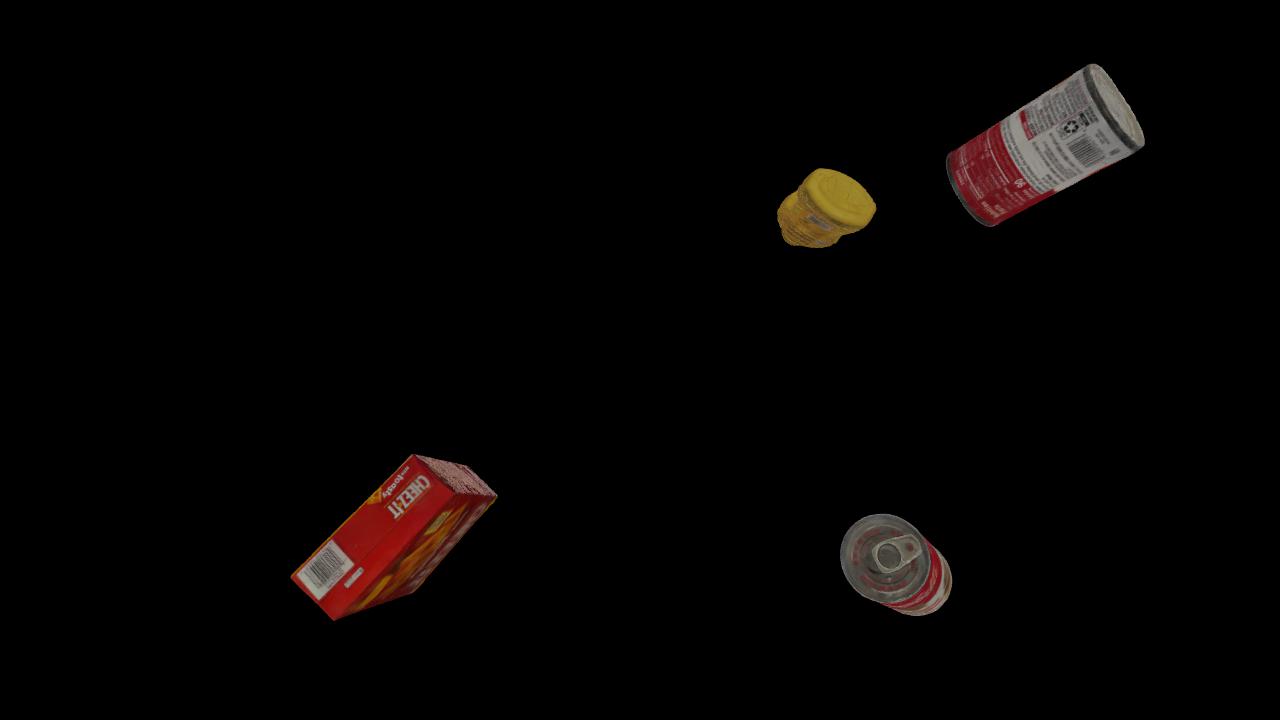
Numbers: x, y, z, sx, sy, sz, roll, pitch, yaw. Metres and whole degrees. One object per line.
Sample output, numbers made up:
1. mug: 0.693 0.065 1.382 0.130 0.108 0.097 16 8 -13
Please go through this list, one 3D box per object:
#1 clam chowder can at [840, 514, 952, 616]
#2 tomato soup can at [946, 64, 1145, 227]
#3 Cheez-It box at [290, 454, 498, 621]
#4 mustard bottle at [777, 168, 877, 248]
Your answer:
1. clam chowder can: 0.215 0.173 0.512 0.068 0.068 0.102 0 -24 36
2. tomato soup can: 0.285 -0.150 0.439 0.068 0.068 0.101 0 -20 -35
3. Cheez-It box: -0.263 0.197 0.708 0.071 0.166 0.223 41 -11 8
4. mustard bottle: 0.226 -0.185 0.802 0.092 0.054 0.184 27 -5 -3
